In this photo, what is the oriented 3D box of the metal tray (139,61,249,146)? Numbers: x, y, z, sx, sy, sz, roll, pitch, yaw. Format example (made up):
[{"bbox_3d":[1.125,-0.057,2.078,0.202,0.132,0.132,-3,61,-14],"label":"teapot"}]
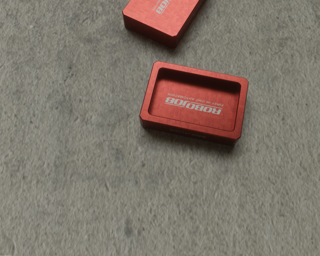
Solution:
[{"bbox_3d":[0.046,-0.034,0.418,0.131,0.030,0.090,12,70,4],"label":"metal tray"}]

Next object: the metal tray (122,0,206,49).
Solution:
[{"bbox_3d":[0.013,-0.195,0.477,0.090,0.030,0.130,27,72,9],"label":"metal tray"}]
